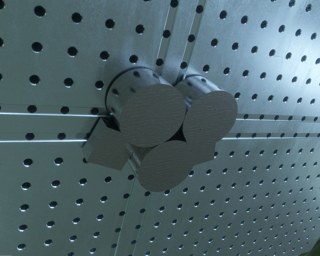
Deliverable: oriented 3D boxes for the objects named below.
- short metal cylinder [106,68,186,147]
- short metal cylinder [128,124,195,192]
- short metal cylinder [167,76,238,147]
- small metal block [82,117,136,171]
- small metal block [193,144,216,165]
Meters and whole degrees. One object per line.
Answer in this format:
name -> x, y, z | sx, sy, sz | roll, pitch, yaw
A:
short metal cylinder -> -0.017, -0.024, 0.366 | 0.081, 0.050, 0.079 | -14, 124, -21
short metal cylinder -> -0.001, 0.038, 0.414 | 0.081, 0.050, 0.079 | -14, 124, -21
short metal cylinder -> 0.053, -0.022, 0.406 | 0.081, 0.050, 0.079 | -14, 124, -21
small metal block -> -0.061, 0.021, 0.387 | 0.050, 0.025, 0.050 | 23, 106, -37
small metal block -> 0.053, 0.026, 0.452 | 0.050, 0.025, 0.050 | -13, 124, -21
